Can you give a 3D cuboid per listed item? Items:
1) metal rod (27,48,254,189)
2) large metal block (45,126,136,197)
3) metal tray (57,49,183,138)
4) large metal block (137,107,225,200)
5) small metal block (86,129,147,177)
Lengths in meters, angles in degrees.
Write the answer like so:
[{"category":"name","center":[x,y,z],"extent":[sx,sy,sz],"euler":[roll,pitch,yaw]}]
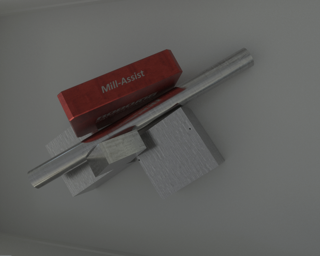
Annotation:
[{"category":"metal rod","center":[-0.024,-0.011,0.377],"extent":[0.301,0.025,0.025],"euler":[-30,80,2]},{"category":"large metal block","center":[-0.095,0.035,0.426],"extent":[0.080,0.050,0.080],"euler":[-35,79,16]},{"category":"metal tray","center":[-0.045,-0.037,0.361],"extent":[0.131,0.090,0.030],"euler":[-25,82,-15]},{"category":"large metal block","center":[0.022,0.031,0.387],"extent":[0.080,0.050,0.080],"euler":[-35,79,16]},{"category":"small metal block","center":[-0.052,0.030,0.361],"extent":[0.025,0.050,0.050],"euler":[61,144,10]}]
